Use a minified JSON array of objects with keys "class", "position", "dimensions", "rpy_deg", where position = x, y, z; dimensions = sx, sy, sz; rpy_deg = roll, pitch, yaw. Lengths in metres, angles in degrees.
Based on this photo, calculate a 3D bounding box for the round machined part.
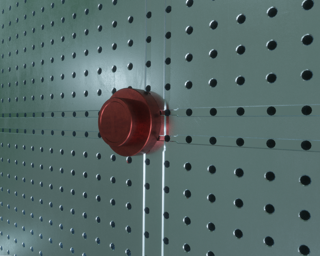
[{"class":"round machined part","position":[-0.050,-0.008,0.437],"dimensions":[0.098,0.042,0.097],"rpy_deg":[0,90,39]}]
